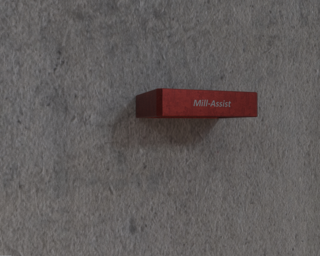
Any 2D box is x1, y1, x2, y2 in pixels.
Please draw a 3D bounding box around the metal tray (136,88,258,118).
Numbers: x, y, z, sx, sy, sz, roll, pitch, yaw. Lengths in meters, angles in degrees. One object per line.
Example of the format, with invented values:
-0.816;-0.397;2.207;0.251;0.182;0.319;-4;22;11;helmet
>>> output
0.044;-0.028;0.391;0.131;0.090;0.030;0;91;-20;metal tray
